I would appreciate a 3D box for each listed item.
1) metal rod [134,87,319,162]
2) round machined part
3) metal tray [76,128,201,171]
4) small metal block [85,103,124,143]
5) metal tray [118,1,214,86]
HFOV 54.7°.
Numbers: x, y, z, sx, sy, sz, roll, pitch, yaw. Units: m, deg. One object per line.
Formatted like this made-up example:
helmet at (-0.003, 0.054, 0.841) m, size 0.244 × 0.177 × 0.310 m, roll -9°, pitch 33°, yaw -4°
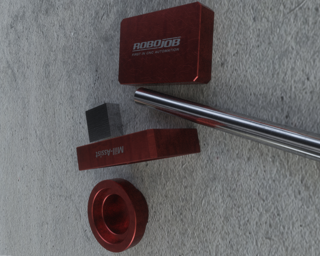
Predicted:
metal rod at (0.086, -0.003, 0.332) m, size 0.300 × 0.025 × 0.025 m, roll 20°, pitch 103°, yaw 38°
round machined part at (-0.055, 0.119, 0.437) m, size 0.098 × 0.042 × 0.097 m, roll 0°, pitch 90°, yaw 39°
metal tray at (-0.028, 0.027, 0.383) m, size 0.130 × 0.091 × 0.030 m, roll -14°, pitch 81°, yaw 39°
small metal block at (-0.085, -0.007, 0.473) m, size 0.050 × 0.025 × 0.050 m, roll -16°, pitch 80°, yaw 38°
metal tray at (0.003, -0.101, 0.397) m, size 0.130 × 0.030 × 0.089 m, roll 4°, pitch 93°, yaw 39°
